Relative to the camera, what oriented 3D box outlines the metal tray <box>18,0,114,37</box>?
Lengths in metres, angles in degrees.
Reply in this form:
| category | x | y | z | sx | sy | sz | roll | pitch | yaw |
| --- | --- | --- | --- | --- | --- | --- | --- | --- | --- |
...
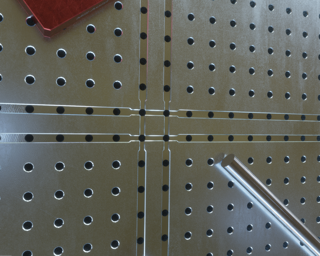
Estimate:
| category | x | y | z | sx | sy | sz | roll | pitch | yaw |
| --- | --- | --- | --- | --- | --- | --- | --- | --- | --- |
| metal tray | -0.108 | -0.181 | 0.370 | 0.131 | 0.030 | 0.090 | -38 | 103 | -16 |

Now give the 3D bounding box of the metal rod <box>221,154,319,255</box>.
| category | x | y | z | sx | sy | sz | roll | pitch | yaw |
| --- | --- | --- | --- | --- | --- | --- | --- | --- | --- |
| metal rod | 0.204 | 0.146 | 0.490 | 0.300 | 0.025 | 0.025 | 43 | 76 | -15 |
